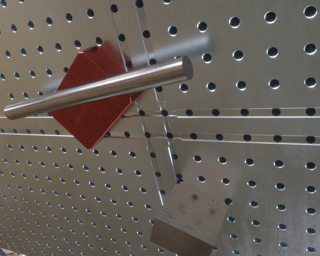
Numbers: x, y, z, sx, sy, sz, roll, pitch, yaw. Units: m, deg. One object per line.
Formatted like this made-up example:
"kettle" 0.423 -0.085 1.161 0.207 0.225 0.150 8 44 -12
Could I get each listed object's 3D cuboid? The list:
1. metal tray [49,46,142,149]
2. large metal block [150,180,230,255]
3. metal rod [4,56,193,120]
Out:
"metal tray" -0.096 -0.038 0.433 0.090 0.030 0.129 44 129 -3
"large metal block" 0.042 0.130 0.433 0.080 0.080 0.050 22 127 14
"metal rod" -0.099 -0.043 0.394 0.300 0.025 0.025 -8 114 31
